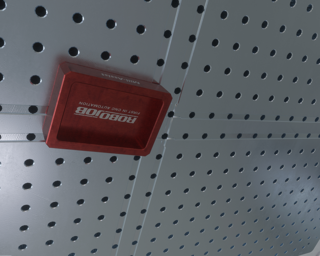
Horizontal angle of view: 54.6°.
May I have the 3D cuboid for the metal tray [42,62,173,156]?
[{"bbox_3d":[-0.059,-0.016,0.364,0.131,0.030,0.089,9,114,-32],"label":"metal tray"}]
